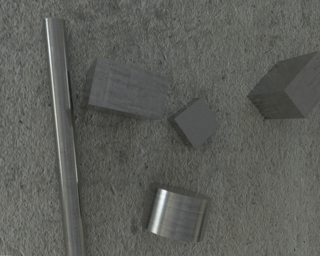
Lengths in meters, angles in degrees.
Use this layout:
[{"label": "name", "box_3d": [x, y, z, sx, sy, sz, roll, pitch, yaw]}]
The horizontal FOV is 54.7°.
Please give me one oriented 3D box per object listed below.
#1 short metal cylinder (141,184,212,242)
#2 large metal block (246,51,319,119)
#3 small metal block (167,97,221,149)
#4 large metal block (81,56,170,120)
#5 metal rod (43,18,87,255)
[{"label": "short metal cylinder", "box_3d": [0.021, 0.103, 0.388, 0.081, 0.080, 0.050, 15, 85, -20]}, {"label": "large metal block", "box_3d": [0.189, -0.059, 0.450, 0.080, 0.080, 0.050, -46, 105, -14]}, {"label": "small metal block", "box_3d": [0.047, -0.007, 0.427, 0.050, 0.025, 0.050, -39, 103, -16]}, {"label": "large metal block", "box_3d": [-0.044, -0.041, 0.364, 0.081, 0.080, 0.050, 12, 86, -20]}, {"label": "metal rod", "box_3d": [-0.111, 0.023, 0.368, 0.025, 0.025, 0.298, -6, 92, -20]}]
